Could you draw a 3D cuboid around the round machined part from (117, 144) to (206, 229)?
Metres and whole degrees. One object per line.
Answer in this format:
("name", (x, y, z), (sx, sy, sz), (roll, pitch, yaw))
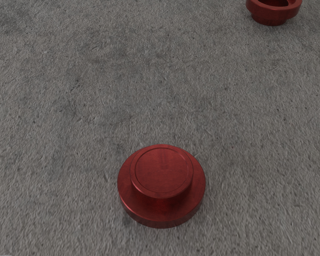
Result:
("round machined part", (0.002, 0.057, 0.344), (0.099, 0.042, 0.098), (0, 50, 0))

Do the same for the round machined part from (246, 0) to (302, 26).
("round machined part", (0.211, -0.229, 0.586), (0.099, 0.042, 0.098), (0, 50, 0))
